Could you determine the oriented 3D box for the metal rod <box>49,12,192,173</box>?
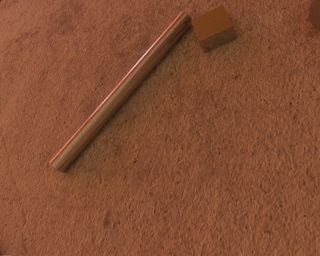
[{"bbox_3d":[-0.054,-0.058,0.465,0.025,0.025,0.300,34,80,38],"label":"metal rod"}]

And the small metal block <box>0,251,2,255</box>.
[{"bbox_3d":[-0.244,0.183,0.417,0.050,0.025,0.050,34,80,38],"label":"small metal block"}]

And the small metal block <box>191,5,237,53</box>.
[{"bbox_3d":[0.078,-0.144,0.450,0.050,0.025,0.050,-22,54,14],"label":"small metal block"}]

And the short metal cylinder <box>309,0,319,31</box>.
[{"bbox_3d":[0.214,-0.152,0.350,0.080,0.080,0.050,2,63,28],"label":"short metal cylinder"}]
